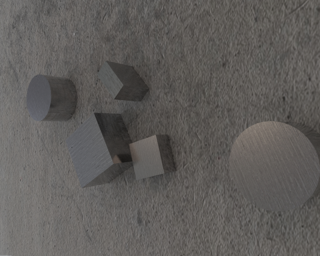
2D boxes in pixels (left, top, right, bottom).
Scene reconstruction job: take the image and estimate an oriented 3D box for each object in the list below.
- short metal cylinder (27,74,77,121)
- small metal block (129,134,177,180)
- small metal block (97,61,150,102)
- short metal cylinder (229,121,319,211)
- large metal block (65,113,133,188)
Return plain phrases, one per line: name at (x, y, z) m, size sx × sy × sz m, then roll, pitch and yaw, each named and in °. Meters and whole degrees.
short metal cylinder at (-0.191, -0.052, 0.547) m, size 0.080 × 0.050 × 0.080 m, roll 0°, pitch 90°, yaw 40°
small metal block at (-0.010, 0.039, 0.414) m, size 0.050 × 0.025 × 0.050 m, roll -20°, pitch 77°, yaw 38°
small metal block at (-0.051, -0.064, 0.430) m, size 0.025 × 0.050 × 0.050 m, roll -51°, pitch 60°, yaw 28°
short metal cylinder at (0.114, 0.034, 0.294) m, size 0.080 × 0.050 × 0.080 m, roll 0°, pitch 90°, yaw 40°
large metal block at (-0.087, 0.033, 0.461) m, size 0.080 × 0.050 × 0.080 m, roll -38°, pitch 67°, yaw 33°
